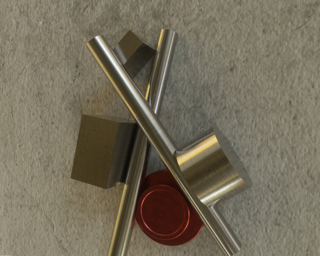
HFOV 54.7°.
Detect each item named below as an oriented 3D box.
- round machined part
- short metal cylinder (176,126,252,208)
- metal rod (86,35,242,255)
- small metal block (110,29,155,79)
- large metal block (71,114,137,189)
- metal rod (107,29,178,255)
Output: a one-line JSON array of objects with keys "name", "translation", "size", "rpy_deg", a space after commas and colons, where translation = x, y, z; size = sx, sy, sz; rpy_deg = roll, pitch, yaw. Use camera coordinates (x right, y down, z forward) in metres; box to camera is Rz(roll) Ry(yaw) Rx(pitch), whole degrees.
[{"name": "round machined part", "translation": [0.010, 0.103, 0.398], "size": [0.098, 0.042, 0.097], "rpy_deg": [0, 90, 19]}, {"name": "short metal cylinder", "translation": [0.063, 0.045, 0.359], "size": [0.050, 0.080, 0.080], "rpy_deg": [-34, 80, 17]}, {"name": "metal rod", "translation": [0.004, 0.020, 0.372], "size": [0.025, 0.025, 0.299], "rpy_deg": [-34, 88, 16]}, {"name": "small metal block", "translation": [-0.037, -0.096, 0.409], "size": [0.050, 0.050, 0.025], "rpy_deg": [-47, 76, 14]}, {"name": "large metal block", "translation": [-0.064, 0.027, 0.403], "size": [0.050, 0.080, 0.079], "rpy_deg": [13, 94, 19]}, {"name": "metal rod", "translation": [-0.022, 0.020, 0.401], "size": [0.025, 0.025, 0.298], "rpy_deg": [12, 88, 19]}]
